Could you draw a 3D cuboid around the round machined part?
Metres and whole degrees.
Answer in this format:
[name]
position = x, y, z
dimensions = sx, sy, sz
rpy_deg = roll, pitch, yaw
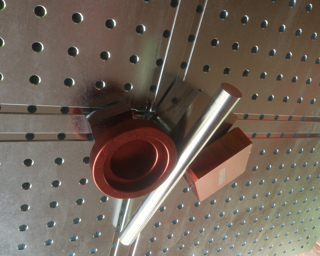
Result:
[round machined part]
position = -0.033, 0.032, 0.362
dimensions = 0.099, 0.042, 0.097
rpy_deg = -12, 124, -18

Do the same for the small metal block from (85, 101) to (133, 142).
[small metal block]
position = -0.058, 0.001, 0.377
dimensions = 0.050, 0.025, 0.050
rpy_deg = -20, 126, -17

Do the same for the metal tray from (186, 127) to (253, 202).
[metal tray]
position = 0.084, 0.058, 0.453
dimensions = 0.090, 0.030, 0.130
rpy_deg = -33, 154, -6

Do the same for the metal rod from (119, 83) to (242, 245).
[metal rod]
position = 0.010, 0.067, 0.402
dimensions = 0.025, 0.025, 0.298
rpy_deg = 6, 131, -31

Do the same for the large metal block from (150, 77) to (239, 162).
[large metal block]
position = 0.041, -0.007, 0.409
dimensions = 0.080, 0.050, 0.080
rpy_deg = 25, 105, -37
